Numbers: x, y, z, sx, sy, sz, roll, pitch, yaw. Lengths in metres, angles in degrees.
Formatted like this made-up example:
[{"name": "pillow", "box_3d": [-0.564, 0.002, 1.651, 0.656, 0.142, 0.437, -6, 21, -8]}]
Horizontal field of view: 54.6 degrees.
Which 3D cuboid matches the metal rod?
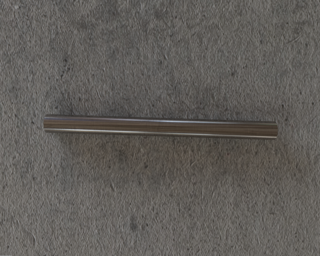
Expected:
[{"name": "metal rod", "box_3d": [0.001, -0.001, 0.411, 0.302, 0.025, 0.025, 2, 90, 0]}]
